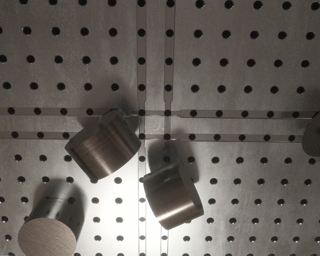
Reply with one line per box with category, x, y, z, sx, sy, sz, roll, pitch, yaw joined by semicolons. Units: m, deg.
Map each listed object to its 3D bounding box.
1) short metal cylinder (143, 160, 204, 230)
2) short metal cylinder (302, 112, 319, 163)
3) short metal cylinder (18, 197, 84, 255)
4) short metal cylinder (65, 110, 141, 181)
short metal cylinder;0.019;0.089;0.417;0.050;0.080;0.080;-27;108;9
short metal cylinder;0.231;0.014;0.393;0.050;0.080;0.080;32;107;-11
short metal cylinder;-0.157;0.149;0.453;0.081;0.050;0.079;0;110;-1
short metal cylinder;-0.071;0.021;0.391;0.080;0.080;0.050;-31;108;10
